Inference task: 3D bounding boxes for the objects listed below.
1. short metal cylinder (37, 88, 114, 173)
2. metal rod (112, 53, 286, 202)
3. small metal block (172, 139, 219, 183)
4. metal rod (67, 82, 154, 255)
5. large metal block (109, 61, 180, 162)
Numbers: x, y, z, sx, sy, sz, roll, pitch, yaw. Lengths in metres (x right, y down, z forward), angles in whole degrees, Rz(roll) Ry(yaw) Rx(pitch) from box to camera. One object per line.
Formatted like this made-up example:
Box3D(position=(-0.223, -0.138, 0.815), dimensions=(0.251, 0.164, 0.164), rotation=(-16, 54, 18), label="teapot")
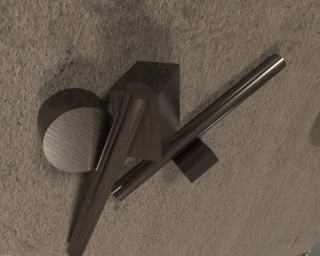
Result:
Box3D(position=(-0.090, 0.002, 0.344), dimensions=(0.081, 0.050, 0.079), rotation=(-14, 124, -21), label="short metal cylinder")
Box3D(position=(0.055, -0.002, 0.437), dimensions=(0.301, 0.025, 0.025), rotation=(-39, 130, -2), label="metal rod")
Box3D(position=(0.047, 0.042, 0.445), dimensions=(0.050, 0.050, 0.025), rotation=(-40, 130, -2), label="small metal block")
Box3D(position=(-0.070, 0.073, 0.362), dimensions=(0.025, 0.025, 0.298), rotation=(1, 135, -29), label="metal rod")
Box3D(position=(-0.012, -0.021, 0.345), dimensions=(0.050, 0.080, 0.079), rotation=(8, 124, 15), label="large metal block")
